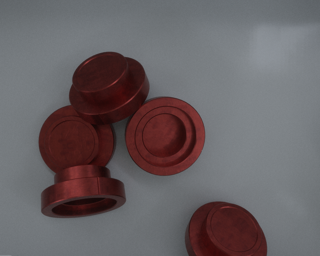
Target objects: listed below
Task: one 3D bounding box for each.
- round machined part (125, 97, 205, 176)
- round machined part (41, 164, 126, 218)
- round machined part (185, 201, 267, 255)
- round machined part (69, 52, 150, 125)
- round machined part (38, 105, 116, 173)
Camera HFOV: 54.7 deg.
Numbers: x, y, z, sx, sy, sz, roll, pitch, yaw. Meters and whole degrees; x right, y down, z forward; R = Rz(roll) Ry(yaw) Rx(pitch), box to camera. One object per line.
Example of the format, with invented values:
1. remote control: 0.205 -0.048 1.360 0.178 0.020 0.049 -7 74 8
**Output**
1. round machined part: 0.004 0.008 0.396 0.099 0.042 0.097 -2 99 -10
2. round machined part: -0.093 0.077 0.380 0.099 0.098 0.042 -12 64 0
3. round machined part: 0.083 0.131 0.375 0.099 0.098 0.042 14 134 0
4. round machined part: -0.066 -0.055 0.376 0.098 0.042 0.098 -9 51 12
5. round machined part: -0.109 0.018 0.402 0.099 0.042 0.097 0 90 0
